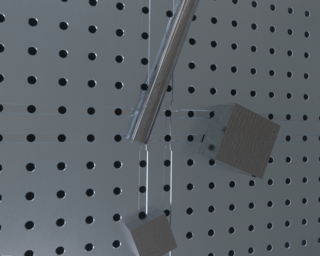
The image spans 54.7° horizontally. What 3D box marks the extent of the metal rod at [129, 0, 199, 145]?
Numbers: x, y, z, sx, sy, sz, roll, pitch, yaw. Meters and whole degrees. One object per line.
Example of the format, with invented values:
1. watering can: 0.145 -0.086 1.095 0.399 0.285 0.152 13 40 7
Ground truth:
1. metal rod: 0.022 -0.122 0.420 0.025 0.025 0.299 22 83 -19

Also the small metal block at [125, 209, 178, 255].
1. small metal block: -0.011 0.143 0.409 0.050 0.025 0.050 -22 98 -19

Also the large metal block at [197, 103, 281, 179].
1. large metal block: 0.112 0.018 0.441 0.080 0.050 0.080 24 82 -19
